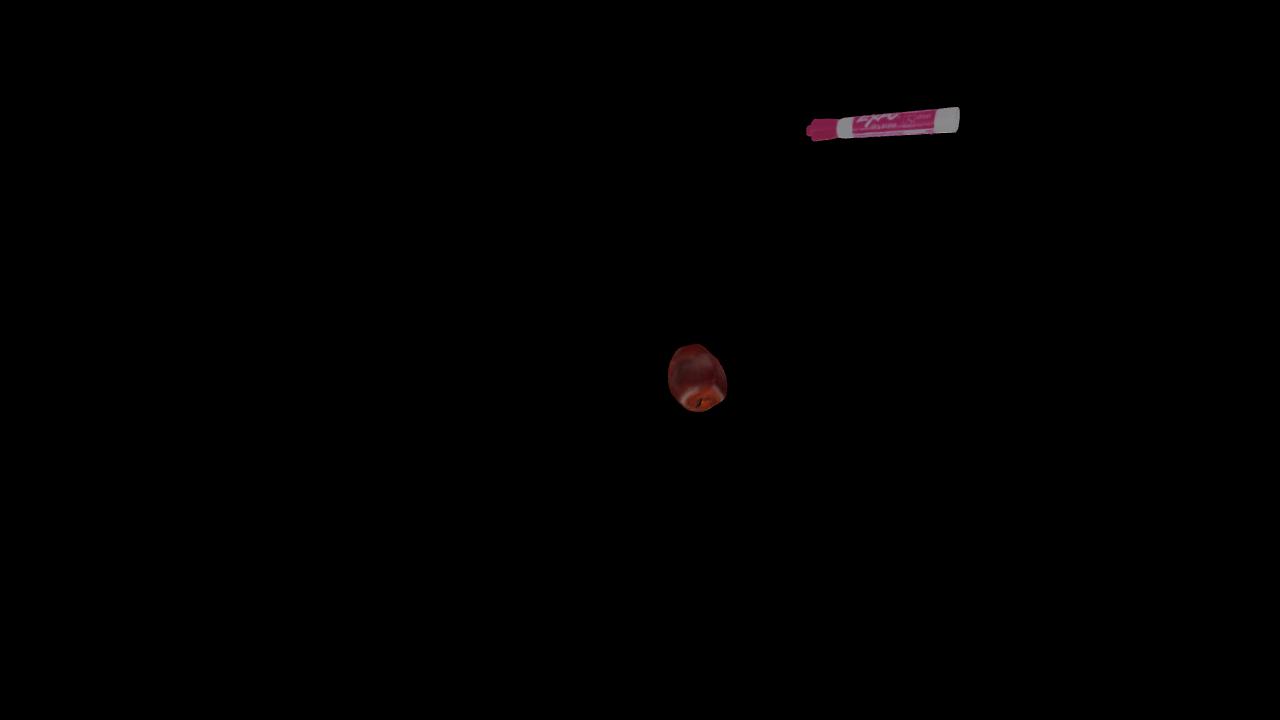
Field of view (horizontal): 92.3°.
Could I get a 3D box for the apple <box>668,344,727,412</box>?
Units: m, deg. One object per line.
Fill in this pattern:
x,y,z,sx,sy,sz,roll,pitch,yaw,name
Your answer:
0.072,0.023,0.799,0.079,0.093,0.079,-4,-39,-4,apple

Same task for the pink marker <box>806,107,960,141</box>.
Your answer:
0.199,-0.196,0.514,0.121,0.020,0.020,9,5,34,pink marker
